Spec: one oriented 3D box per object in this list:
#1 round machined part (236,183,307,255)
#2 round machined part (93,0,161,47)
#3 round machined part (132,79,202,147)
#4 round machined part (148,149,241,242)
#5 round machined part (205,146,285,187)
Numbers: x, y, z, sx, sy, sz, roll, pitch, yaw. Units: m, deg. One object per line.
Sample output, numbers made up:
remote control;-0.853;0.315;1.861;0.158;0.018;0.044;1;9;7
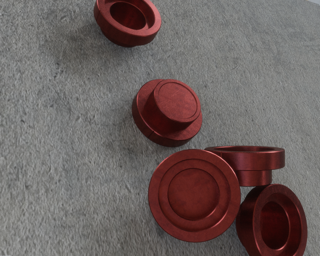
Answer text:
round machined part;0.132;0.119;0.380;0.099;0.042;0.098;9;73;-31
round machined part;-0.051;-0.160;0.463;0.099;0.042;0.098;14;56;-21
round machined part;0.015;-0.027;0.417;0.099;0.042;0.098;14;56;-21
round machined part;0.037;0.074;0.349;0.099;0.042;0.097;0;81;1
round machined part;0.106;0.047;0.393;0.099;0.098;0.042;-1;91;-29
